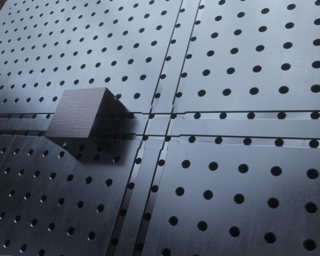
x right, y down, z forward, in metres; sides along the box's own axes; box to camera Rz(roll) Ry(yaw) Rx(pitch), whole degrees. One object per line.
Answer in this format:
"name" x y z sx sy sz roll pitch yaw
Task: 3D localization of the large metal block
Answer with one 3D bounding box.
"large metal block" -0.110 -0.011 0.458 0.080 0.050 0.080 0 62 28
